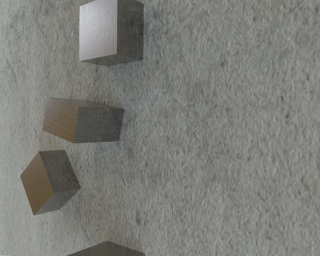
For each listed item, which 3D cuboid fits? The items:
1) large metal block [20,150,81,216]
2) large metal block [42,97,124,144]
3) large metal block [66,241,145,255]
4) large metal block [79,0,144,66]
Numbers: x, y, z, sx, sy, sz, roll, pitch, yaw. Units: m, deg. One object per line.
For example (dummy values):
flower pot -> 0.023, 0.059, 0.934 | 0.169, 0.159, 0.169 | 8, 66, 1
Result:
large metal block -> -0.195, 0.095, 0.546 | 0.080, 0.050, 0.080 | -44, 64, 31
large metal block -> -0.114, -0.013, 0.460 | 0.080, 0.081, 0.050 | 16, 100, 38
large metal block -> -0.077, 0.202, 0.431 | 0.080, 0.081, 0.050 | 0, 90, 39
large metal block -> -0.070, -0.136, 0.444 | 0.080, 0.050, 0.079 | 1, 91, 39
